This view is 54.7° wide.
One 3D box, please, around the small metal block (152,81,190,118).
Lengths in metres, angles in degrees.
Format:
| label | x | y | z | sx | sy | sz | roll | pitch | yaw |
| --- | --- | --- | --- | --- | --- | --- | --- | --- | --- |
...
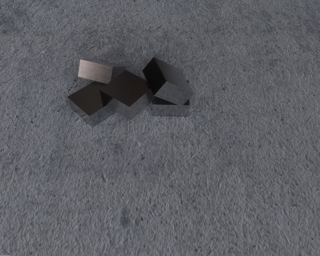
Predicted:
| label | x | y | z | sx | sy | sz | roll | pitch | yaw |
| --- | --- | --- | --- | --- | --- | --- | --- | --- | --- |
| small metal block | 0.015 | -0.042 | 0.440 | 0.050 | 0.025 | 0.050 | 2 | 50 | 1 |

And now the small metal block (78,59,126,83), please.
| label | x | y | z | sx | sy | sz | roll | pitch | yaw |
| --- | --- | --- | --- | --- | --- | --- | --- | --- | --- |
| small metal block | -0.085 | -0.084 | 0.459 | 0.050 | 0.025 | 0.050 | 15 | 15 | 11 |

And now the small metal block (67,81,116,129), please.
| label | x | y | z | sx | sy | sz | roll | pitch | yaw |
| --- | --- | --- | --- | --- | --- | --- | --- | --- | --- |
| small metal block | -0.091 | -0.034 | 0.432 | 0.050 | 0.025 | 0.050 | 38 | 59 | 27 |

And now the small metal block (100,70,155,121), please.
| label | x | y | z | sx | sy | sz | roll | pitch | yaw |
| --- | --- | --- | --- | --- | --- | --- | --- | --- | --- |
| small metal block | -0.042 | -0.044 | 0.407 | 0.050 | 0.025 | 0.050 | 31 | 56 | 23 |

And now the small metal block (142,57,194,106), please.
| label | x | y | z | sx | sy | sz | roll | pitch | yaw |
| --- | --- | --- | --- | --- | --- | --- | --- | --- | --- |
| small metal block | 0.010 | -0.061 | 0.407 | 0.050 | 0.025 | 0.050 | 17 | 37 | -41 |
